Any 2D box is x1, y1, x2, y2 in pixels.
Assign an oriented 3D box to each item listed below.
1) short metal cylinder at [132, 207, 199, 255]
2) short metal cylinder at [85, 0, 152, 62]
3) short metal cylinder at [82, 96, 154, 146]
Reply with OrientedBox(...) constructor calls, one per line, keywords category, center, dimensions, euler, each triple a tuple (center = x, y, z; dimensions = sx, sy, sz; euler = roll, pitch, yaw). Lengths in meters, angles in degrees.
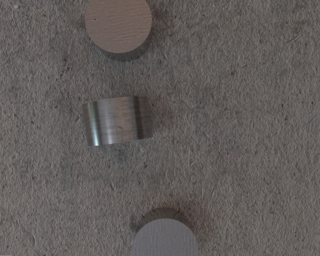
OrientedBox(category="short metal cylinder", center=(0.006, 0.148, 0.397), dimensions=(0.081, 0.050, 0.080), euler=(0, 90, 0))
OrientedBox(category="short metal cylinder", center=(-0.050, -0.130, 0.397), dimensions=(0.081, 0.050, 0.080), euler=(0, 90, 0))
OrientedBox(category="short metal cylinder", center=(-0.051, -0.008, 0.382), dimensions=(0.080, 0.080, 0.050), euler=(-8, 90, 0))
